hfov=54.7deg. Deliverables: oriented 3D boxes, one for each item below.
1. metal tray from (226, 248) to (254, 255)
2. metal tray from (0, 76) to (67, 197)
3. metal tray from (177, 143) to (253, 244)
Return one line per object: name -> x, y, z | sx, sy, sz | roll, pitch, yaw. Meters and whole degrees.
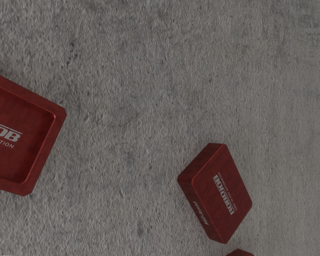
metal tray -> 0.101, 0.258, 0.486 | 0.131, 0.030, 0.089 | -8, 95, -40
metal tray -> -0.159, -0.004, 0.267 | 0.131, 0.030, 0.090 | 31, 71, -36
metal tray -> 0.089, 0.099, 0.475 | 0.090, 0.030, 0.130 | -42, 116, -32
